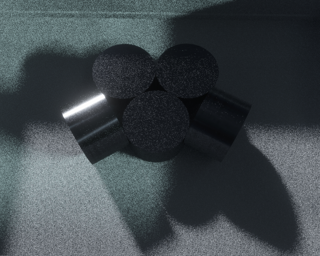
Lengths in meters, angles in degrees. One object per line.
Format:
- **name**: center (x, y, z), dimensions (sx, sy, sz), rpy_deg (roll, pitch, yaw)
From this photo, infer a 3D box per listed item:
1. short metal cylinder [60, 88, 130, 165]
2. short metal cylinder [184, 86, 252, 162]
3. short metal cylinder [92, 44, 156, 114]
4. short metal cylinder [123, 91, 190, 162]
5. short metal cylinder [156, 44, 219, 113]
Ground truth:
- **short metal cylinder**: center (-0.079, -0.002, 0.379), dimensions (0.050, 0.080, 0.080), rpy_deg (-29, 73, -10)
- **short metal cylinder**: center (0.070, -0.005, 0.381), dimensions (0.050, 0.080, 0.080), rpy_deg (28, 73, 10)
- **short metal cylinder**: center (-0.046, -0.065, 0.418), dimensions (0.081, 0.050, 0.080), rpy_deg (0, 70, 0)
- **short metal cylinder**: center (-0.005, -0.001, 0.395), dimensions (0.081, 0.050, 0.080), rpy_deg (0, 70, 0)
- **short metal cylinder**: center (0.035, -0.066, 0.419), dimensions (0.081, 0.050, 0.080), rpy_deg (0, 70, 0)
